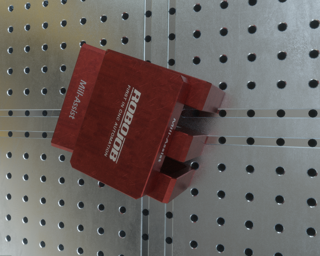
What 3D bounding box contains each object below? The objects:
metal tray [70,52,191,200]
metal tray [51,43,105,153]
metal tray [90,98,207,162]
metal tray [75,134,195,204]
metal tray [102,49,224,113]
[{"bbox_3d":[-0.033,-0.004,0.325,0.090,0.030,0.129,22,97,19],"label":"metal tray"},{"bbox_3d":[-0.097,-0.039,0.410,0.030,0.090,0.129,19,97,-3],"label":"metal tray"},{"bbox_3d":[-0.015,0.001,0.382,0.130,0.090,0.030,21,96,17],"label":"metal tray"},{"bbox_3d":[-0.030,0.044,0.389,0.130,0.090,0.030,22,98,18],"label":"metal tray"},{"bbox_3d":[0.005,-0.055,0.375,0.130,0.090,0.030,22,98,19],"label":"metal tray"}]
